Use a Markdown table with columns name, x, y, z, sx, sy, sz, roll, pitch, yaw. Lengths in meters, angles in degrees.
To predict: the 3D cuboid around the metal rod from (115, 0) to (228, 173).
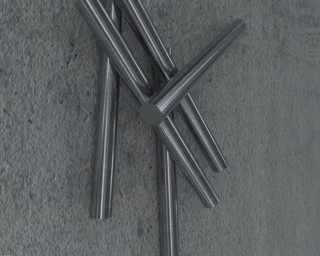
| name | x | y | z | sx | sy | sz | roll | pitch | yaw |
| --- | --- | --- | --- | --- | --- | --- | --- | --- | --- |
| metal rod | 0.014 | -0.061 | 0.382 | 0.025 | 0.025 | 0.299 | -47 | 118 | -30 |

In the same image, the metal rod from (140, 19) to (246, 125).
| name | x | y | z | sx | sy | sz | roll | pitch | yaw |
| --- | --- | --- | --- | --- | --- | --- | --- | --- | --- |
| metal rod | 0.061 | -0.091 | 0.407 | 0.301 | 0.025 | 0.025 | -48 | 120 | -46 |

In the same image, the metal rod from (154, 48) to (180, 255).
| name | x | y | z | sx | sy | sz | roll | pitch | yaw |
| --- | --- | --- | --- | --- | --- | --- | --- | --- | --- |
| metal rod | 0.009 | 0.046 | 0.412 | 0.025 | 0.025 | 0.298 | -4 | 93 | -40 |

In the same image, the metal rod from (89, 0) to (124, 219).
| name | x | y | z | sx | sy | sz | roll | pitch | yaw |
| --- | --- | --- | --- | --- | --- | --- | --- | --- | --- |
| metal rod | -0.058 | -0.050 | 0.355 | 0.025 | 0.025 | 0.298 | 5 | 87 | -40 |

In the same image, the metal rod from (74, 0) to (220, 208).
| name | x | y | z | sx | sy | sz | roll | pitch | yaw |
| --- | --- | --- | --- | --- | --- | --- | --- | --- | --- |
| metal rod | -0.002 | -0.014 | 0.368 | 0.025 | 0.025 | 0.299 | -47 | 118 | -30 |
